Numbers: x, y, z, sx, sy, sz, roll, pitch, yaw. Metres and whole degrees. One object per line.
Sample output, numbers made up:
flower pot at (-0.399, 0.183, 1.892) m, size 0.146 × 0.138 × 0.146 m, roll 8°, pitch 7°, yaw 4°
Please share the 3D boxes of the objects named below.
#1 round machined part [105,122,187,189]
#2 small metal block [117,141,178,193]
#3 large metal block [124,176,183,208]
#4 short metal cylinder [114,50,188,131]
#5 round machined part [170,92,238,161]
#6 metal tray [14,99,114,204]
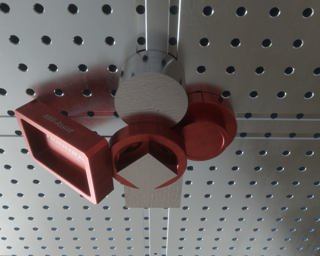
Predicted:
round machined part at (-0.017, 0.030, 0.388) m, size 0.099 × 0.042 × 0.097 m, roll 0°, pitch 130°, yaw 0°
small metal block at (-0.015, 0.046, 0.369) m, size 0.050 × 0.025 × 0.050 m, roll -34°, pitch 123°, yaw 25°
large metal block at (-0.010, 0.072, 0.453) m, size 0.081 × 0.050 × 0.079 m, roll 0°, pitch 130°, yaw -1°
short metal cylinder at (-0.010, -0.042, 0.359) m, size 0.081 × 0.050 × 0.079 m, roll 0°, pitch 130°, yaw 0°
round machined part at (0.052, 0.005, 0.404) m, size 0.099 × 0.042 × 0.097 m, roll 0°, pitch 130°, yaw 0°
metal tray at (-0.118, 0.028, 0.384) m, size 0.130 × 0.030 × 0.089 m, roll 26°, pitch 136°, yaw 26°
